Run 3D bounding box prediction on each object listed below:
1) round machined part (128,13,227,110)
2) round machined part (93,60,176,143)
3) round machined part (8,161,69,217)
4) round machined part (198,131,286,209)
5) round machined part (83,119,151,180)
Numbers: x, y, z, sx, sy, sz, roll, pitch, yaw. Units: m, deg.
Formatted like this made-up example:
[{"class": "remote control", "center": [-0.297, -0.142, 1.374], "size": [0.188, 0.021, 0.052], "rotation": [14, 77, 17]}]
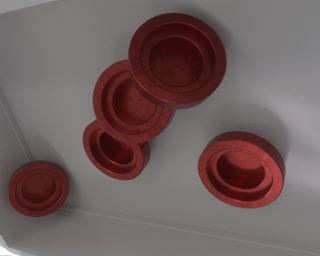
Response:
[{"class": "round machined part", "center": [0.016, -0.066, 0.325], "size": [0.098, 0.098, 0.042], "rotation": [38, 165, 2]}, {"class": "round machined part", "center": [-0.028, -0.033, 0.377], "size": [0.098, 0.042, 0.097], "rotation": [2, 99, 15]}, {"class": "round machined part", "center": [-0.216, 0.105, 0.553], "size": [0.042, 0.099, 0.098], "rotation": [21, 138, 63]}, {"class": "round machined part", "center": [0.099, 0.046, 0.374], "size": [0.098, 0.042, 0.097], "rotation": [13, 124, 21]}, {"class": "round machined part", "center": [-0.057, 0.023, 0.442], "size": [0.098, 0.042, 0.097], "rotation": [13, 124, 21]}]
